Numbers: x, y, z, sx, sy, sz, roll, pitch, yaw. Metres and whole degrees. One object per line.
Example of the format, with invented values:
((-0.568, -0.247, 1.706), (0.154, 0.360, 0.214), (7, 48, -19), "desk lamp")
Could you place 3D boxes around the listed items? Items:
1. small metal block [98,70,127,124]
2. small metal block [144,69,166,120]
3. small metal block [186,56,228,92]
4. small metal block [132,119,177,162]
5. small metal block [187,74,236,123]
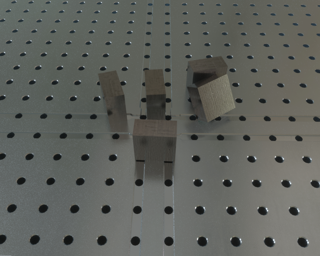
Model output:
((-0.065, -0.042, 0.426), (0.025, 0.050, 0.050), (-13, 52, -11), "small metal block")
((-0.007, -0.046, 0.430), (0.025, 0.050, 0.050), (-3, 50, -3), "small metal block")
((0.067, -0.074, 0.454), (0.050, 0.050, 0.025), (-11, 50, -9), "small metal block")
((-0.006, 0.016, 0.378), (0.050, 0.050, 0.025), (2, 50, 1), "small metal block")
((0.071, -0.042, 0.424), (0.050, 0.050, 0.025), (-27, 21, -21), "small metal block")
